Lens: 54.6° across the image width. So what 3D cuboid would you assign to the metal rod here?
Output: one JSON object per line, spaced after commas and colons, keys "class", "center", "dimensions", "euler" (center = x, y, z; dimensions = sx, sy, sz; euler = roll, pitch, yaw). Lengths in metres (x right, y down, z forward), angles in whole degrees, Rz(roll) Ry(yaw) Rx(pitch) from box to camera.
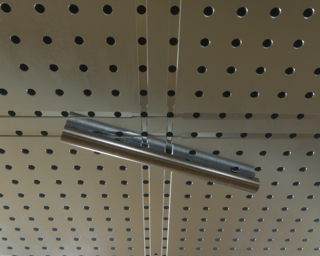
{"class": "metal rod", "center": [0.010, 0.049, 0.452], "dimensions": [0.302, 0.025, 0.025], "euler": [17, 128, -14]}
